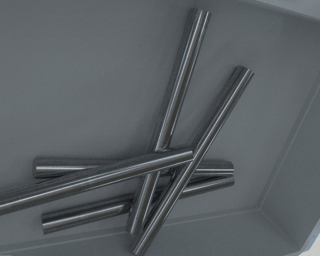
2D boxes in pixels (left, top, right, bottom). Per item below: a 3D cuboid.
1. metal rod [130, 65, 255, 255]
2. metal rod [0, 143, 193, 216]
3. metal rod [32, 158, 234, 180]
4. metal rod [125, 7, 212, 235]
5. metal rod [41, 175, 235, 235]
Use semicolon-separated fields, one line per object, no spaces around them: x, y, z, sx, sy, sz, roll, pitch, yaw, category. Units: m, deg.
0.043;0.049;0.436;0.025;0.025;0.299;27;95;-38;metal rod
-0.104;0.066;0.359;0.302;0.025;0.025;-14;125;-15;metal rod
-0.016;0.057;0.435;0.302;0.025;0.025;4;116;-31;metal rod
0.005;0.004;0.391;0.025;0.025;0.298;7;109;-32;metal rod
-0.017;0.107;0.465;0.303;0.025;0.025;-8;122;-25;metal rod
